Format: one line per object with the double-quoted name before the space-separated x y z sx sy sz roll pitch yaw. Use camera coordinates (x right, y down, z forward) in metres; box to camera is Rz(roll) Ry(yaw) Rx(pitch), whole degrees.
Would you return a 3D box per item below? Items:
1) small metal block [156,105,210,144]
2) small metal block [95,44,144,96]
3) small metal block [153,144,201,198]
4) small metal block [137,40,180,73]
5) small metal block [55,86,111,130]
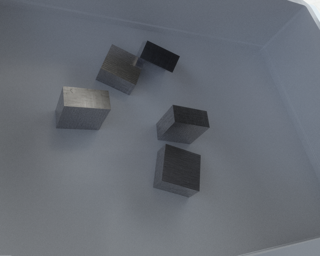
"small metal block" 0.029 -0.003 0.409 0.050 0.050 0.025 9 58 -24
"small metal block" -0.054 -0.080 0.427 0.050 0.025 0.050 24 53 -14
"small metal block" 0.022 0.054 0.386 0.050 0.025 0.050 19 54 -17
"small metal block" -0.004 -0.104 0.450 0.050 0.025 0.050 22 8 -15
"small metal block" -0.089 -0.021 0.355 0.050 0.050 0.025 3 61 -27
